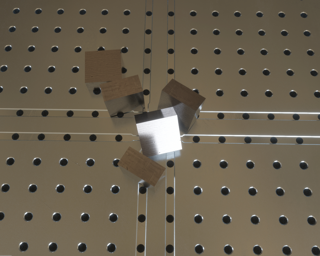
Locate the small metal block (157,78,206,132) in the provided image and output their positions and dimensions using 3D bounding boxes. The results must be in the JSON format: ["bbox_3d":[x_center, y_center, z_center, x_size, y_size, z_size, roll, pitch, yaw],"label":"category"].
[{"bbox_3d":[0.026,-0.029,0.407,0.050,0.050,0.025,32,59,11],"label":"small metal block"}]

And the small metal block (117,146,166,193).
[{"bbox_3d":[-0.021,0.052,0.379,0.050,0.050,0.025,30,73,10],"label":"small metal block"}]

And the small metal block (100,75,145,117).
[{"bbox_3d":[-0.049,-0.042,0.414,0.050,0.050,0.025,-16,71,-6],"label":"small metal block"}]

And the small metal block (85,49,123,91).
[{"bbox_3d":[-0.079,-0.082,0.441,0.050,0.025,0.050,-4,70,-2],"label":"small metal block"}]

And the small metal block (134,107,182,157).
[{"bbox_3d":[-0.002,0.005,0.394,0.050,0.050,0.025,-13,29,-5],"label":"small metal block"}]
